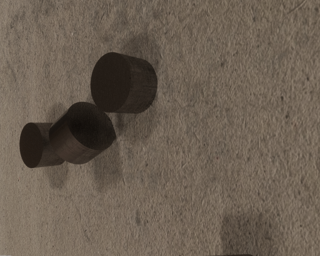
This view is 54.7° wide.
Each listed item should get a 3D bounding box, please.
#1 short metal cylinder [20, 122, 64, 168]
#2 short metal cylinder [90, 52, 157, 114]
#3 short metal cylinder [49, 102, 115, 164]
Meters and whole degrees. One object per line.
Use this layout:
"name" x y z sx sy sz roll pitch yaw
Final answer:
"short metal cylinder" -0.209 0.030 0.557 0.080 0.050 0.079 0 90 39
"short metal cylinder" -0.050 -0.060 0.428 0.080 0.050 0.079 0 90 39
"short metal cylinder" -0.116 0.008 0.462 0.050 0.081 0.080 -35 69 34
